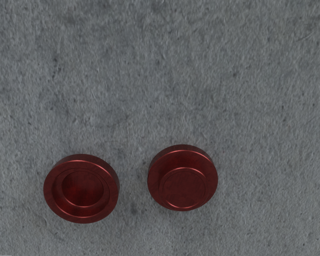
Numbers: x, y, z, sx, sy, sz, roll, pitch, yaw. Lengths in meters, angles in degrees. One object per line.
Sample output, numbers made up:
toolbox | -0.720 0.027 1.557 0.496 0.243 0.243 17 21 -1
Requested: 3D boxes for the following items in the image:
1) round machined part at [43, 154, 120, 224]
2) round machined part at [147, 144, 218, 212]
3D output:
round machined part | -0.105 0.079 0.429 0.099 0.042 0.097 0 110 -1
round machined part | 0.032 0.075 0.429 0.099 0.042 0.097 0 110 -1
